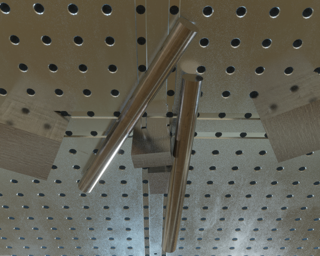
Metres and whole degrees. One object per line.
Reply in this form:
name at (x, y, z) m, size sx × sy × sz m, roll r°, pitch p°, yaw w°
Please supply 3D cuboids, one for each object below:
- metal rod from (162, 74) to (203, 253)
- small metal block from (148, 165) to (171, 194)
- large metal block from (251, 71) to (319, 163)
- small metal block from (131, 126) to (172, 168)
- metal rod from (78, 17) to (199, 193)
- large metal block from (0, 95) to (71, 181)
metal rod at (0.026, 0.069, 0.438) m, size 0.025 × 0.025 × 0.298 m, roll 3°, pitch 121°, yaw -3°
small metal block at (0.009, 0.075, 0.476) m, size 0.050 × 0.025 × 0.050 m, roll -2°, pitch 130°, yaw 2°
large metal block at (0.171, -0.012, 0.387) m, size 0.080 × 0.050 × 0.080 m, roll -22°, pitch 127°, yaw 17°
small metal block at (-0.010, 0.025, 0.417) m, size 0.050 × 0.050 × 0.025 m, roll -6°, pitch 130°, yaw 4°
metal rod at (-0.044, -0.008, 0.404) m, size 0.025 × 0.025 × 0.298 m, roll 23°, pitch 126°, yaw -19°
large metal block at (-0.173, 0.015, 0.406) m, size 0.080 × 0.050 × 0.079 m, roll 20°, pitch 127°, yaw -17°
